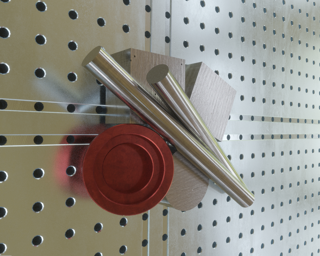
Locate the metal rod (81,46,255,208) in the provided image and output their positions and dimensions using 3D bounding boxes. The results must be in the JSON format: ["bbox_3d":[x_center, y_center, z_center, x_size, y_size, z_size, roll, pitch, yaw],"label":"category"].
[{"bbox_3d":[0.031,0.019,0.364,0.300,0.025,0.025,42,65,-33],"label":"metal rod"}]

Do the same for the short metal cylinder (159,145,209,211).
[{"bbox_3d":[0.019,0.062,0.403,0.081,0.050,0.079,0,90,-40],"label":"short metal cylinder"}]

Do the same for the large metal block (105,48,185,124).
[{"bbox_3d":[-0.017,-0.044,0.370,0.081,0.050,0.079,1,90,-40],"label":"large metal block"}]

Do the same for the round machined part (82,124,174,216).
[{"bbox_3d":[-0.037,0.045,0.348,0.099,0.042,0.097,1,87,-17],"label":"round machined part"}]

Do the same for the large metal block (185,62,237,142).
[{"bbox_3d":[0.054,-0.033,0.432,0.080,0.050,0.080,31,71,-36],"label":"large metal block"}]

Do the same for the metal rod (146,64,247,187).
[{"bbox_3d":[0.067,0.026,0.412,0.300,0.025,0.025,49,60,-45],"label":"metal rod"}]
